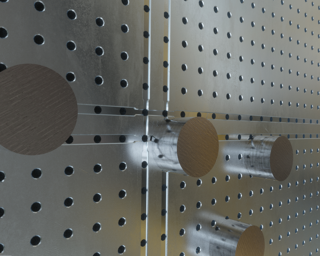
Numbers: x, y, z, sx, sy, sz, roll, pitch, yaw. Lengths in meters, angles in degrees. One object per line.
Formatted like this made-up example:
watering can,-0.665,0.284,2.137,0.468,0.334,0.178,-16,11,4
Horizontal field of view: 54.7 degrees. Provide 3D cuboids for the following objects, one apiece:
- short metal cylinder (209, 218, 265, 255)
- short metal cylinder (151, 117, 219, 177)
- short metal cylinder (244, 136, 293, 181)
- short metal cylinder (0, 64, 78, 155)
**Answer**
short metal cylinder,0.125,0.192,0.501,0.081,0.050,0.079,0,90,-40
short metal cylinder,0.035,0.025,0.425,0.081,0.050,0.079,0,90,-40
short metal cylinder,0.199,0.054,0.563,0.081,0.050,0.079,0,90,-40
short metal cylinder,-0.126,-0.016,0.289,0.081,0.050,0.079,0,90,-40
